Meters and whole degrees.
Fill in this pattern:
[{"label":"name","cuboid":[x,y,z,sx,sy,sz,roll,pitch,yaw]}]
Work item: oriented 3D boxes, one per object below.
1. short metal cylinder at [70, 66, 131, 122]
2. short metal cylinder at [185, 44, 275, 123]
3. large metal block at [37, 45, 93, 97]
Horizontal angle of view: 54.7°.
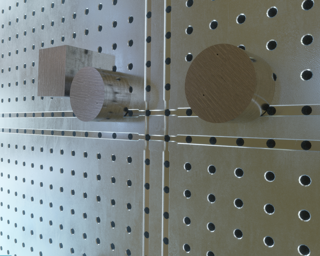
[{"label":"short metal cylinder","cuboid":[-0.090,-0.049,0.465,0.080,0.050,0.079,0,90,39]},{"label":"short metal cylinder","cuboid":[0.074,-0.045,0.331,0.080,0.050,0.079,0,90,39]},{"label":"large metal block","cuboid":[-0.161,-0.091,0.523,0.080,0.050,0.079,5,93,39]}]
